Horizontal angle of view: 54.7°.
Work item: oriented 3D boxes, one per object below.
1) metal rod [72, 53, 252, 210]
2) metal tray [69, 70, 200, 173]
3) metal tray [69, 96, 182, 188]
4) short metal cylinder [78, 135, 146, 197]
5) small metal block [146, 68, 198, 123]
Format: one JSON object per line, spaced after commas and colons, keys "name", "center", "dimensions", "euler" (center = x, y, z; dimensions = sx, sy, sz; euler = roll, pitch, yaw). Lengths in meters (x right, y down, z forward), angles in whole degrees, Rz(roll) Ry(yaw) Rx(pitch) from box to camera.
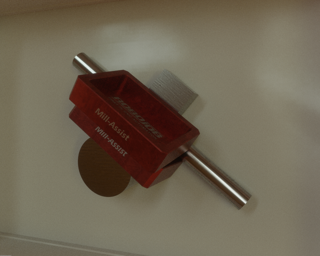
{"name": "metal rod", "center": [-0.007, -0.005, 0.412], "dimensions": [0.300, 0.025, 0.025], "euler": [41, 103, 15]}
{"name": "metal tray", "center": [-0.027, -0.015, 0.356], "dimensions": [0.130, 0.091, 0.030], "euler": [41, 120, 15]}
{"name": "metal tray", "center": [-0.039, 0.014, 0.387], "dimensions": [0.130, 0.090, 0.030], "euler": [41, 103, 15]}
{"name": "short metal cylinder", "center": [-0.060, 0.045, 0.410], "dimensions": [0.080, 0.050, 0.079], "euler": [4, 98, 24]}
{"name": "small metal block", "center": [0.013, -0.041, 0.404], "dimensions": [0.050, 0.025, 0.050], "euler": [42, 103, 14]}
